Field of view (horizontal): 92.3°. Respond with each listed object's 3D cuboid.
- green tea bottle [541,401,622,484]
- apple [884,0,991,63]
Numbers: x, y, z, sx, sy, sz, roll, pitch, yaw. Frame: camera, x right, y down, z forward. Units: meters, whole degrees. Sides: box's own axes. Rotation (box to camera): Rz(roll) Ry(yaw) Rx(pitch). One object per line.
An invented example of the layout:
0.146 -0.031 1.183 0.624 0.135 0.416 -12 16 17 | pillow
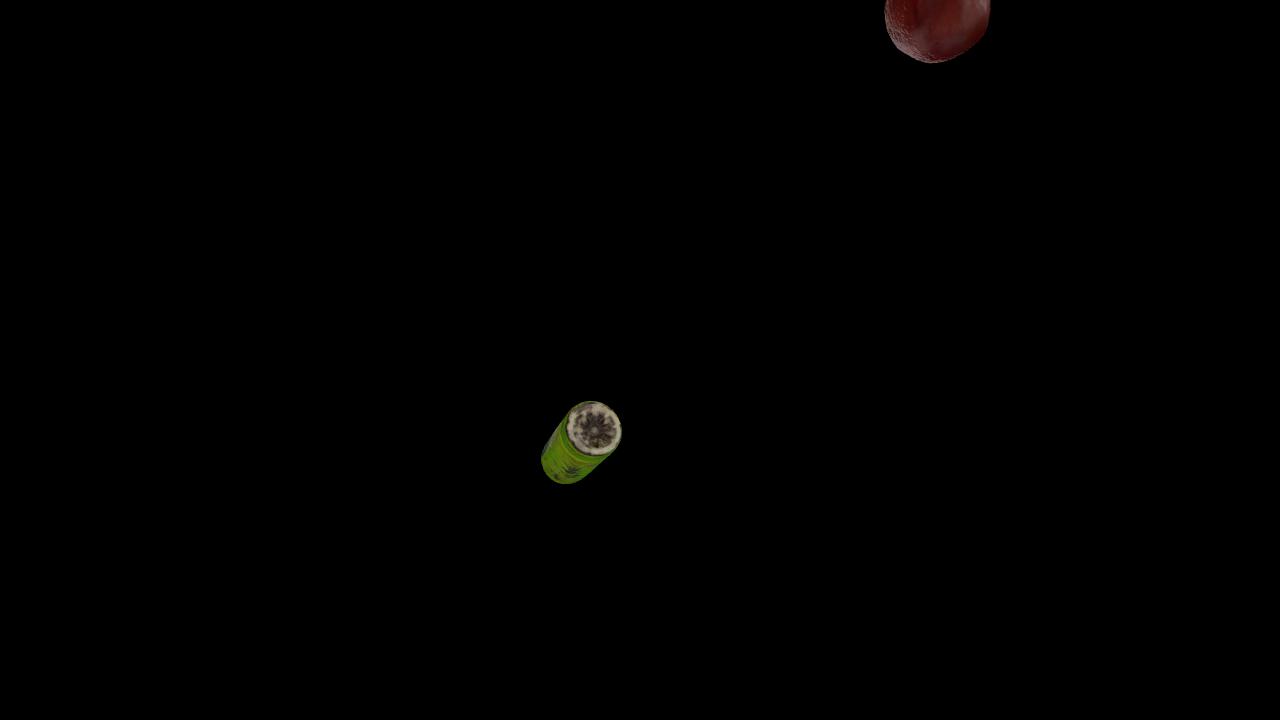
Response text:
-0.085 0.115 0.788 0.073 0.073 0.212 0 -21 -20 | green tea bottle
0.245 -0.294 0.510 0.079 0.079 0.093 0 -23 37 | apple
